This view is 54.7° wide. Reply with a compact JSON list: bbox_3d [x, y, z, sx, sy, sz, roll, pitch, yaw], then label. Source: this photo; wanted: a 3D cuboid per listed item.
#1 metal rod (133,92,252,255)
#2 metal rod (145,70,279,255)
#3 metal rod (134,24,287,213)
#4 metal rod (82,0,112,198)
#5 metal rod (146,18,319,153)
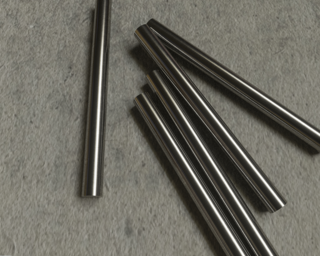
[{"bbox_3d":[0.050,0.081,0.379,0.025,0.025,0.299,-29,73,-10],"label":"metal rod"},{"bbox_3d":[0.063,0.049,0.391,0.025,0.025,0.299,-28,73,-10],"label":"metal rod"},{"bbox_3d":[0.058,-0.022,0.410,0.025,0.025,0.299,-33,76,-11],"label":"metal rod"},{"bbox_3d":[-0.085,-0.057,0.427,0.025,0.025,0.299,-1,70,-1],"label":"metal rod"},{"bbox_3d":[0.101,-0.064,0.432,0.300,0.025,0.025,37,74,12],"label":"metal rod"}]
